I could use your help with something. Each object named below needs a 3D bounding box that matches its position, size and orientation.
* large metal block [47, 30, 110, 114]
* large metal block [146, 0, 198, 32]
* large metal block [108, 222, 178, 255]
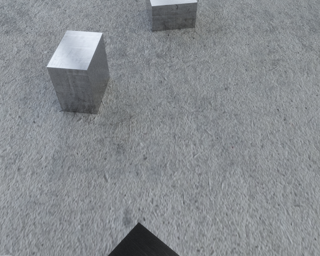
[{"bbox_3d":[-0.108,-0.077,0.431,0.050,0.080,0.080,5,50,4],"label":"large metal block"},{"bbox_3d":[0.019,-0.228,0.578,0.081,0.050,0.080,-7,50,-6],"label":"large metal block"},{"bbox_3d":[-0.024,0.137,0.252,0.050,0.080,0.080,33,57,24],"label":"large metal block"}]
